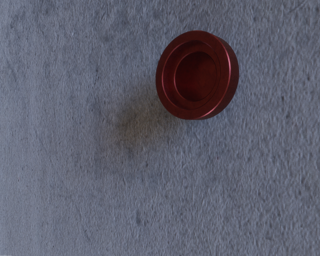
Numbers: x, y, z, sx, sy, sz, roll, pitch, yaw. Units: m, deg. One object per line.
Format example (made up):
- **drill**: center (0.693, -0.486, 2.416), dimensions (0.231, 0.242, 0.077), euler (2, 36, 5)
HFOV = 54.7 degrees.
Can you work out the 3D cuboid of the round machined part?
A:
- **round machined part**: center (0.046, -0.058, 0.355), dimensions (0.098, 0.042, 0.097), euler (0, 90, 39)
